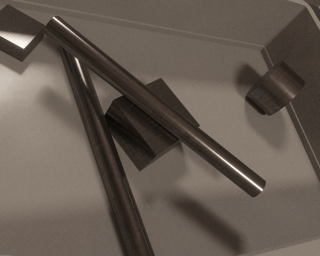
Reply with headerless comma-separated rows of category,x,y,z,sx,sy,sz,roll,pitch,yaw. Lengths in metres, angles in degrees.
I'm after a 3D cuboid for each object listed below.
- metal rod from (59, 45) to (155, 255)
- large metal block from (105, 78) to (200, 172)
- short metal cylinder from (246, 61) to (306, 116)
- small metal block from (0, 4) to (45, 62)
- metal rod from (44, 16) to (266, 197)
metal rod,-0.068,0.013,0.361,0.025,0.025,0.299,-10,67,-33
large metal block,-0.012,-0.006,0.388,0.081,0.050,0.080,-32,80,-38
short metal cylinder,0.192,-0.066,0.517,0.050,0.080,0.080,43,51,1
small metal block,-0.179,-0.117,0.381,0.050,0.025,0.050,29,52,-11
metal rod,-0.003,-0.022,0.354,0.300,0.025,0.025,38,51,-3
